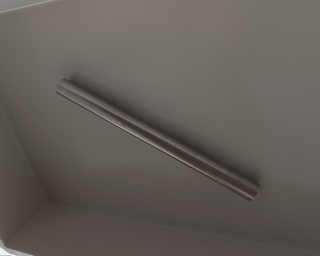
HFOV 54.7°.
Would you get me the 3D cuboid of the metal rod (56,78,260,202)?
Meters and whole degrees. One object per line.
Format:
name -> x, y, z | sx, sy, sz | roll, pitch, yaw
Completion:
metal rod -> -0.010, 0.011, 0.417 | 0.301, 0.025, 0.025 | 29, 128, 9
